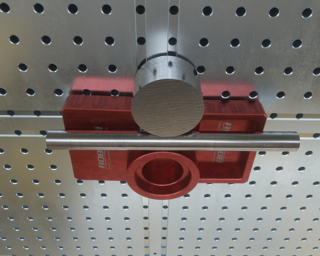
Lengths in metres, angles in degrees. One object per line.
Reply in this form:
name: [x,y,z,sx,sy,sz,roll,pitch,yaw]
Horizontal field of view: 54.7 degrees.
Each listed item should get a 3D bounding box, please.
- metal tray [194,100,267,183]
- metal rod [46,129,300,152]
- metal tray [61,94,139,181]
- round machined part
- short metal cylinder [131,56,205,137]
metal tray: [0.084,0.023,0.423,0.091,0.030,0.129,0,130,-1]
metal rod: [0.017,0.015,0.380,0.302,0.025,0.025,0,130,-1]
metal tray: [-0.074,0.018,0.416,0.091,0.030,0.129,2,130,-2]
round machined part: [0.004,0.053,0.429,0.099,0.042,0.097,0,130,0]
short metal cylinder: [0.009,-0.036,0.359,0.081,0.050,0.079,0,130,0]
